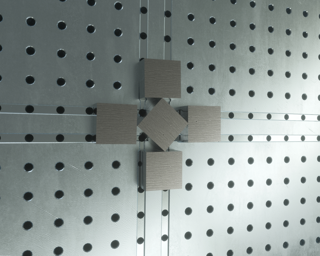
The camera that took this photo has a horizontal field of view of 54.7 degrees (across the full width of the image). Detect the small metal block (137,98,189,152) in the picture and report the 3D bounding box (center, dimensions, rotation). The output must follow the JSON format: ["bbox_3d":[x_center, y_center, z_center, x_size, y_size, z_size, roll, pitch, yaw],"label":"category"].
[{"bbox_3d":[0.001,-0.004,0.413,0.050,0.025,0.050,44,76,-15],"label":"small metal block"}]

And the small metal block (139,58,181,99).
[{"bbox_3d":[0.000,-0.064,0.413,0.050,0.025,0.050,-1,90,-21],"label":"small metal block"}]

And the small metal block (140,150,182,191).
[{"bbox_3d":[0.002,0.056,0.414,0.050,0.025,0.050,0,90,-21],"label":"small metal block"}]

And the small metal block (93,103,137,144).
[{"bbox_3d":[-0.057,-0.005,0.392,0.050,0.025,0.050,1,90,-21],"label":"small metal block"}]

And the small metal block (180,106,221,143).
[{"bbox_3d":[0.057,-0.006,0.435,0.050,0.025,0.050,0,90,-21],"label":"small metal block"}]
